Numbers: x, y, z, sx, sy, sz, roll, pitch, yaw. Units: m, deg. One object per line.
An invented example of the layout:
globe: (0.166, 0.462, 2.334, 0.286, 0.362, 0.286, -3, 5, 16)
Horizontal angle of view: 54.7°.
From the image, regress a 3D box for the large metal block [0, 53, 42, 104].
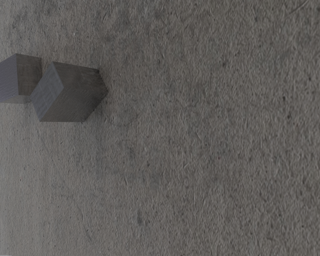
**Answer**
large metal block: (-0.280, -0.095, 0.620, 0.080, 0.050, 0.080, -10, 84, 39)

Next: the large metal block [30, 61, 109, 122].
large metal block: (-0.142, -0.053, 0.487, 0.080, 0.081, 0.050, -43, 64, 31)
